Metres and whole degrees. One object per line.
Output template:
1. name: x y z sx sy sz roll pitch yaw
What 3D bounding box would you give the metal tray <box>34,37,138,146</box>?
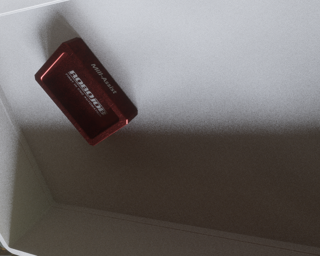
1. metal tray: -0.103 -0.046 0.431 0.090 0.030 0.130 -31 102 38
